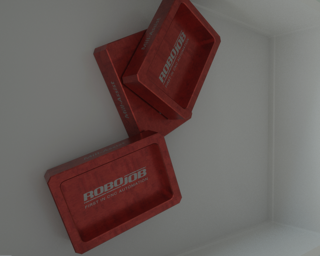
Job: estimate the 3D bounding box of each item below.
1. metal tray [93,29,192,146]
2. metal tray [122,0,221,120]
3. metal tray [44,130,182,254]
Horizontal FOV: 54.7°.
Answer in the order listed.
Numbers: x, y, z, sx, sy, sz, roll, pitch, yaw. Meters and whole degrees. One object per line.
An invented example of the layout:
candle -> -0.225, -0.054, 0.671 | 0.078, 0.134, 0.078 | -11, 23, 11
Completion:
metal tray -> -0.016, -0.053, 0.391 | 0.091, 0.030, 0.129 | -34, 111, -35
metal tray -> 0.020, -0.086, 0.381 | 0.090, 0.030, 0.130 | 37, 67, -34
metal tray -> -0.047, 0.066, 0.343 | 0.131, 0.030, 0.089 | -22, 105, -22
